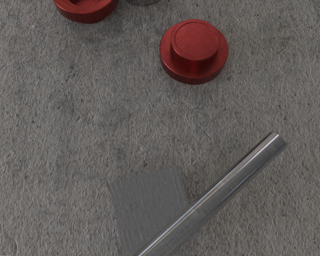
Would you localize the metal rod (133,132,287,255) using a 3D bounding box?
[{"bbox_3d":[0.018,0.106,0.316,0.301,0.025,0.025,-39,75,-13],"label":"metal rod"}]

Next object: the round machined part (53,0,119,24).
[{"bbox_3d":[-0.110,-0.199,0.471,0.099,0.042,0.098,0,70,0],"label":"round machined part"}]

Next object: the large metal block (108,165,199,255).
[{"bbox_3d":[-0.008,0.097,0.359,0.081,0.050,0.080,-14,71,-5],"label":"large metal block"}]

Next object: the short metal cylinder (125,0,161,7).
[{"bbox_3d":[-0.027,-0.239,0.482,0.081,0.050,0.080,0,70,0],"label":"short metal cylinder"}]

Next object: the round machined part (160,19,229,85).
[{"bbox_3d":[0.049,-0.115,0.441,0.099,0.042,0.098,0,70,0],"label":"round machined part"}]
